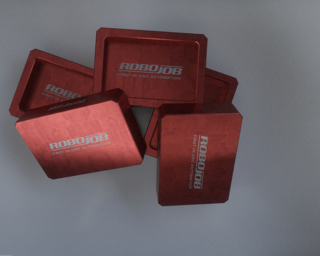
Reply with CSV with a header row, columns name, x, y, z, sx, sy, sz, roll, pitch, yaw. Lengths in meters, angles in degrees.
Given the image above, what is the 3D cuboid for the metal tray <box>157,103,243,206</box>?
name,x,y,z,sx,sy,sz,roll,pitch,yaw
metal tray,0.043,0.034,0.376,0.091,0.030,0.129,-1,119,-6

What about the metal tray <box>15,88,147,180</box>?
name,x,y,z,sx,sy,sz,roll,pitch,yaw
metal tray,-0.092,0.011,0.372,0.130,0.030,0.090,-12,120,15

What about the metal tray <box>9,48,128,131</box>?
name,x,y,z,sx,sy,sz,roll,pitch,yaw
metal tray,-0.115,-0.038,0.404,0.131,0.030,0.090,20,90,-1

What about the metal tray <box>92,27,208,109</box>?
name,x,y,z,sx,sy,sz,roll,pitch,yaw
metal tray,-0.012,-0.069,0.377,0.131,0.030,0.089,4,90,-1

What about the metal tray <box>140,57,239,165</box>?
name,x,y,z,sx,sy,sz,roll,pitch,yaw
metal tray,0.037,-0.016,0.408,0.090,0.030,0.129,19,90,-1
